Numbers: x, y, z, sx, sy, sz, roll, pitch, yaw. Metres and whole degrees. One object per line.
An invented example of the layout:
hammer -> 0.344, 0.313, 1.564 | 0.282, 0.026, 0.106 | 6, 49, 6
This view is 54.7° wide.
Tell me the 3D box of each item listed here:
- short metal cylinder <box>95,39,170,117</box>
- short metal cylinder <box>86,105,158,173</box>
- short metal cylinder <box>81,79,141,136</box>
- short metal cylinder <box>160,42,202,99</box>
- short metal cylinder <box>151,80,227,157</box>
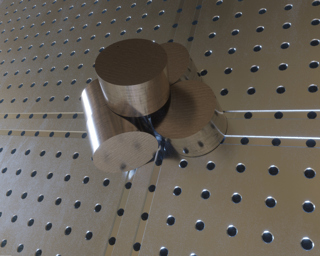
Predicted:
short metal cylinder -> -0.030, -0.059, 0.360 | 0.080, 0.050, 0.080 | -2, 51, 3
short metal cylinder -> -0.048, 0.013, 0.389 | 0.080, 0.080, 0.050 | -30, 52, 9
short metal cylinder -> -0.062, -0.025, 0.419 | 0.080, 0.080, 0.050 | -30, 52, 9
short metal cylinder -> 0.011, -0.071, 0.427 | 0.080, 0.050, 0.080 | -13, 56, 20
short metal cylinder -> 0.036, -0.011, 0.378 | 0.080, 0.050, 0.080 | -13, 56, 20
